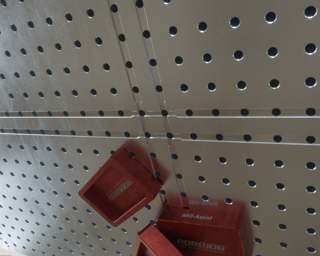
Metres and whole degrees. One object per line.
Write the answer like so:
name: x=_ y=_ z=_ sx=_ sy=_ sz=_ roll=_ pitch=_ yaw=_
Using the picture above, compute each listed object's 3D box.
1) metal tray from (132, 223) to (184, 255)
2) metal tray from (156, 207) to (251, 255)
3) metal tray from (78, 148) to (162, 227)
metal tray: x=-0.003 y=0.224 z=0.513 sx=0.090 sy=0.030 sz=0.129 roll=40 pitch=144 yaw=23
metal tray: x=0.067 y=0.171 z=0.477 sx=0.130 sy=0.030 sz=0.089 roll=-3 pitch=117 yaw=29
metal tray: x=-0.069 y=0.101 z=0.504 sx=0.090 sy=0.030 sz=0.129 roll=43 pitch=129 yaw=-2
